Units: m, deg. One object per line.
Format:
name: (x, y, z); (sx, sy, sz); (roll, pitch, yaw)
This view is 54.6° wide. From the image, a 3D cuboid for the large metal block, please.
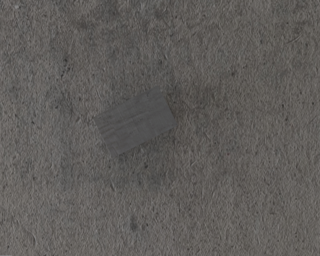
large metal block: (-0.027, -0.007, 0.382); (0.080, 0.080, 0.050); (-27, 90, 0)
